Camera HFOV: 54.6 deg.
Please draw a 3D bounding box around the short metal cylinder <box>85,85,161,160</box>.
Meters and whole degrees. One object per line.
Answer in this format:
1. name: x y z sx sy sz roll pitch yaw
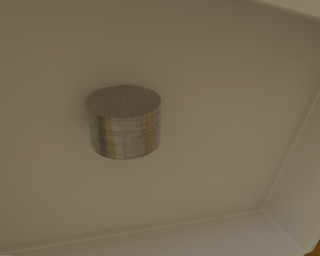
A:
1. short metal cylinder: -0.039 -0.009 0.346 0.081 0.080 0.050 -13 124 -21
